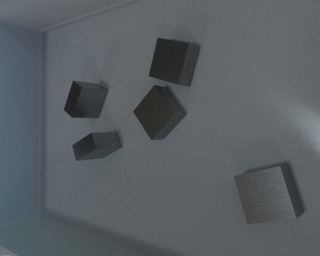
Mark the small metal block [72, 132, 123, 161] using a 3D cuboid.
[{"bbox_3d":[-0.094,0.028,0.466,0.050,0.050,0.025,-29,72,36],"label":"small metal block"}]

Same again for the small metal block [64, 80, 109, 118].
[{"bbox_3d":[-0.115,-0.043,0.482,0.025,0.050,0.050,36,112,34],"label":"small metal block"}]

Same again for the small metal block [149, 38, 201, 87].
[{"bbox_3d":[0.018,-0.083,0.391,0.050,0.025,0.050,22,104,37],"label":"small metal block"}]

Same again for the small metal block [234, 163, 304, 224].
[{"bbox_3d":[0.110,0.067,0.315,0.050,0.025,0.050,-22,76,37],"label":"small metal block"}]

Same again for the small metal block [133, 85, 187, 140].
[{"bbox_3d":[-0.001,-0.020,0.406,0.050,0.025,0.050,-48,62,29],"label":"small metal block"}]
